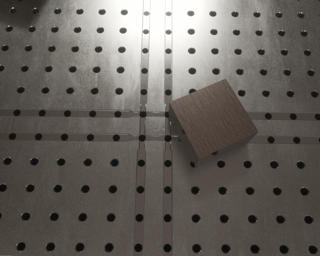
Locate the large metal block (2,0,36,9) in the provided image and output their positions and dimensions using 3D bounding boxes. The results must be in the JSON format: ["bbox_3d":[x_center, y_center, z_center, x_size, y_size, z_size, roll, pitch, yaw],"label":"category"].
[{"bbox_3d":[-0.229,-0.245,0.485,0.080,0.050,0.080,17,71,6],"label":"large metal block"}]

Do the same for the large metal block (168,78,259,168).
[{"bbox_3d":[0.065,-0.005,0.401,0.080,0.050,0.080,-24,72,-9],"label":"large metal block"}]
